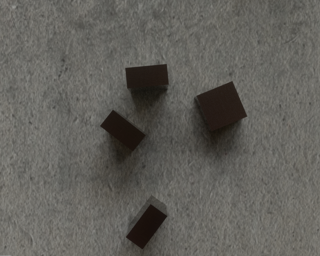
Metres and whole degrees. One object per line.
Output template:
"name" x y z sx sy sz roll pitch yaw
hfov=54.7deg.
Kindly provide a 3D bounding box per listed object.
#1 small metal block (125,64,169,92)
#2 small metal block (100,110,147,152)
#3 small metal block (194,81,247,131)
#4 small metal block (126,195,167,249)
"small metal block" -0.016 -0.062 0.397 0.050 0.050 0.025 -6 90 -1
"small metal block" -0.045 0.003 0.397 0.050 0.050 0.025 38 90 -1
"small metal block" 0.080 -0.028 0.411 0.050 0.025 0.050 -23 90 -1
"small metal block" -0.016 0.119 0.397 0.025 0.050 0.050 37 90 -1
